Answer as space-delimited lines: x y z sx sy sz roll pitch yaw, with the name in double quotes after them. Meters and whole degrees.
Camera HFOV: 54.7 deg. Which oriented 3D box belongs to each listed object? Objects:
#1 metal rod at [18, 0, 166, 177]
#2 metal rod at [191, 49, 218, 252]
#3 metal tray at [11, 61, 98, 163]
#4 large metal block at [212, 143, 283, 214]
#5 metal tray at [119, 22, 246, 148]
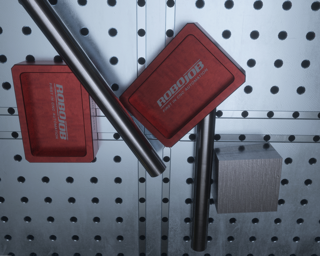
-0.082 -0.060 0.358 0.025 0.025 0.299 -31 110 10 "metal rod"
0.061 0.044 0.430 0.025 0.025 0.298 0 110 -1 "metal rod"
-0.132 -0.019 0.401 0.091 0.030 0.129 0 110 -1 "metal tray"
0.116 0.068 0.427 0.081 0.050 0.079 -2 110 0 "large metal block"
0.025 -0.049 0.373 0.090 0.030 0.130 44 113 -5 "metal tray"
